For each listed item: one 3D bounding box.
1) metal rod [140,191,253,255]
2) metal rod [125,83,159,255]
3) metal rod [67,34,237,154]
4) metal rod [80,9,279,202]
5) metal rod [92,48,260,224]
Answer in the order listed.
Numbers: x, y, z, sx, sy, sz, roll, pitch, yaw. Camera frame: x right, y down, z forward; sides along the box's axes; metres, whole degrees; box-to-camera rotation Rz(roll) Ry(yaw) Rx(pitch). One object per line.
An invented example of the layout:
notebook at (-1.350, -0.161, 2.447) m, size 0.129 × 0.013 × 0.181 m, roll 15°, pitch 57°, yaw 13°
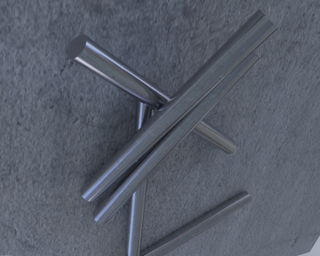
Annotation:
metal rod at (0.034, 0.194, 0.547) m, size 0.302 × 0.025 × 0.025 m, roll -27°, pitch 128°, yaw -12°
metal rod at (-0.030, 0.079, 0.440) m, size 0.025 × 0.025 × 0.298 m, roll -8°, pitch 122°, yaw -25°
metal rod at (0.018, -0.021, 0.378) m, size 0.025 × 0.025 × 0.301 m, roll -52°, pitch 137°, yaw 9°
metal rod at (0.001, -0.006, 0.345) m, size 0.025 × 0.025 × 0.299 m, roll 24°, pitch 124°, yaw -37°
metal rod at (0.004, 0.023, 0.377) m, size 0.025 × 0.025 × 0.299 m, roll 21°, pitch 122°, yaw -36°
